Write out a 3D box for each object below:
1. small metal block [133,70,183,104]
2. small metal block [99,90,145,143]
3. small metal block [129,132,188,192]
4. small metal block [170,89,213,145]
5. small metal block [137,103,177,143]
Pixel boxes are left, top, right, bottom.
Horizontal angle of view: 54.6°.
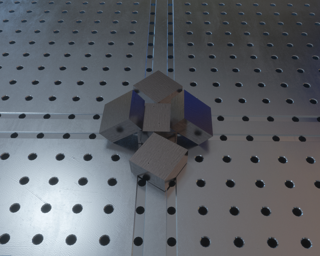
[{"bbox_3d":[-0.003,-0.052,0.452,0.050,0.025,0.050,-36,58,-27],"label":"small metal block"},{"bbox_3d":[-0.049,-0.015,0.404,0.050,0.025,0.050,-23,44,29],"label":"small metal block"},{"bbox_3d":[-0.001,0.040,0.374,0.050,0.025,0.050,27,55,22],"label":"small metal block"},{"bbox_3d":[0.041,-0.014,0.402,0.050,0.025,0.050,30,43,-28],"label":"small metal block"},{"bbox_3d":[-0.003,-0.006,0.413,0.050,0.025,0.050,1,49,1],"label":"small metal block"}]
